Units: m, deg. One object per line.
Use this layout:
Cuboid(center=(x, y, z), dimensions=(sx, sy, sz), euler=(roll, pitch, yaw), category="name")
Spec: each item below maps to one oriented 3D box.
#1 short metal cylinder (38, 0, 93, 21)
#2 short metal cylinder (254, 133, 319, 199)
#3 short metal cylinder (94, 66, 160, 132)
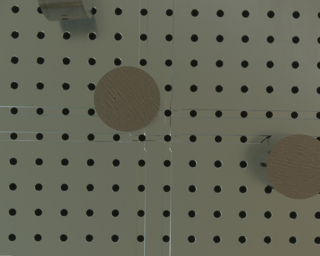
Cuboid(center=(-0.118, -0.176, 0.384), dimensions=(0.050, 0.080, 0.079), euler=(-5, 90, 0), category="short metal cylinder")
Cuboid(center=(0.171, 0.047, 0.403), dimensions=(0.081, 0.050, 0.079), euler=(0, 90, -1), category="short metal cylinder")
Cuboid(center=(-0.040, -0.035, 0.400), dimensions=(0.081, 0.050, 0.079), euler=(0, 90, -1), category="short metal cylinder")
